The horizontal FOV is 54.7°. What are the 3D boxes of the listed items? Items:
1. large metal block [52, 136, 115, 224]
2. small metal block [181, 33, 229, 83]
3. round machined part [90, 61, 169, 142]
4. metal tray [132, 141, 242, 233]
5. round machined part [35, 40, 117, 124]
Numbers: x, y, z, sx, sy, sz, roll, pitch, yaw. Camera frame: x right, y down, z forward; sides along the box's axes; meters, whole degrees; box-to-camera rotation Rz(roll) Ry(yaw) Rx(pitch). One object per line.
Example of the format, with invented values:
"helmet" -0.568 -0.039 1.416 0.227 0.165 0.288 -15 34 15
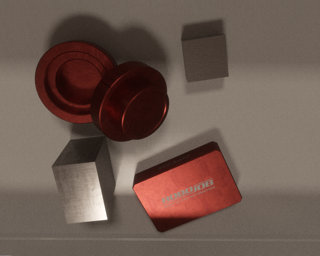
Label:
"large metal block" -0.095 0.064 0.404 0.050 0.080 0.079 -7 110 2
"small metal block" 0.055 -0.086 0.380 0.050 0.025 0.050 -8 110 2
"round machined part" -0.028 -0.025 0.364 0.099 0.042 0.097 -28 137 -30
"metal tray" 0.038 0.085 0.441 0.130 0.030 0.090 -24 109 8
"round machined part" -0.096 -0.058 0.380 0.099 0.042 0.097 0 110 -1
